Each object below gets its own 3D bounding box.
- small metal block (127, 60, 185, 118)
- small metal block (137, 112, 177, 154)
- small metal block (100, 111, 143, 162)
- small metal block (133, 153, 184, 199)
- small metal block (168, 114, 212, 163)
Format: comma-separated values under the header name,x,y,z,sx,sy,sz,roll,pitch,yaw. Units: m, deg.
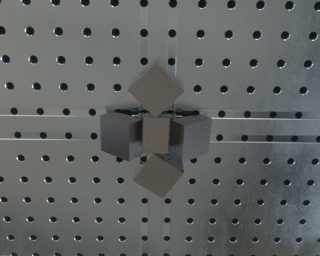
name,x,y,z,sx,sy,sz,roll,pitch,yaw
small metal block,-0.005,-0.050,0.395,0.050,0.025,0.050,-42,104,13
small metal block,-0.004,0.006,0.415,0.050,0.025,0.050,1,109,-1
small metal block,-0.050,0.010,0.403,0.050,0.025,0.050,17,115,33
small metal block,-0.002,0.063,0.436,0.050,0.025,0.050,33,107,-10
small metal block,0.039,0.012,0.403,0.050,0.025,0.050,-14,116,-39
